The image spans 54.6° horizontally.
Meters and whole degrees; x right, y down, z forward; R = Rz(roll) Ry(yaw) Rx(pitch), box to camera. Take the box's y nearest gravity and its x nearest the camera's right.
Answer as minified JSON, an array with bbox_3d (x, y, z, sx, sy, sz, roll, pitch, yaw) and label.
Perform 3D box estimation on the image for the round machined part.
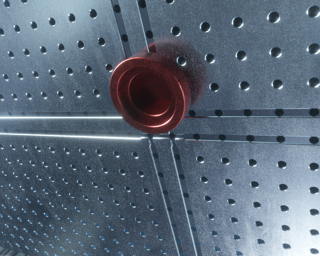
[{"bbox_3d":[-0.008,-0.045,0.377,0.098,0.042,0.097,13,124,21],"label":"round machined part"}]
